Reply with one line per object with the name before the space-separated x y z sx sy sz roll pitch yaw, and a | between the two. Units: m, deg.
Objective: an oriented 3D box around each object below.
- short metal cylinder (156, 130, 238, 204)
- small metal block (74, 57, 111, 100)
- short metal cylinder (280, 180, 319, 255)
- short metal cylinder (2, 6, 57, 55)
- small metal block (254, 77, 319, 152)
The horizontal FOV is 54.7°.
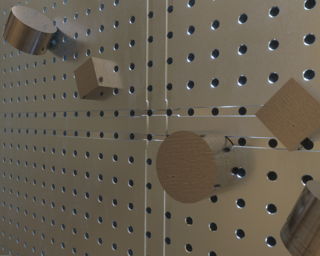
short metal cylinder | 0.042 0.042 0.358 0.080 0.050 0.079 0 90 40
small metal block | -0.110 -0.079 0.500 0.050 0.025 0.050 -26 74 37
short metal cylinder | 0.148 0.085 0.252 0.080 0.081 0.050 32 110 35
short metal cylinder | -0.239 -0.179 0.571 0.050 0.081 0.080 -52 60 28
small metal block | 0.131 -0.013 0.301 0.050 0.025 0.050 -51 60 28
